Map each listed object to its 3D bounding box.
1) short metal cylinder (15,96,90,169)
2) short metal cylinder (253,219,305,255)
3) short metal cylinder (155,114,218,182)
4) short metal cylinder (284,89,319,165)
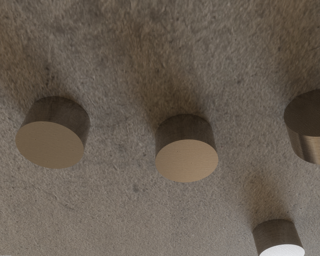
[{"bbox_3d":[-0.133,0.007,0.394,0.081,0.050,0.079,0,130,0],"label":"short metal cylinder"},{"bbox_3d":[0.219,0.214,0.577,0.081,0.050,0.079,0,130,0],"label":"short metal cylinder"},{"bbox_3d":[0.034,0.028,0.415,0.081,0.050,0.079,0,130,0],"label":"short metal cylinder"},{"bbox_3d":[0.196,-0.002,0.372,0.080,0.080,0.050,-20,128,16],"label":"short metal cylinder"}]
